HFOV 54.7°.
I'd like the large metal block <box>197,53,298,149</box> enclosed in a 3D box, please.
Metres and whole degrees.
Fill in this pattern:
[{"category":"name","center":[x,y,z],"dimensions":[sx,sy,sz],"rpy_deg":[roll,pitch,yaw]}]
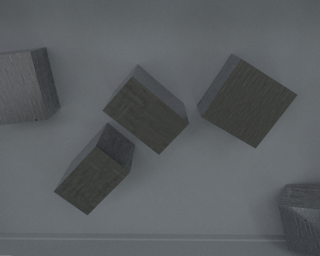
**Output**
[{"category":"large metal block","center":[0.104,-0.034,0.386],"dimensions":[0.080,0.050,0.080],"rpy_deg":[29,107,-11]}]

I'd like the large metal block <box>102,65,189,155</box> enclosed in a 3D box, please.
[{"category":"large metal block","center":[-0.015,-0.025,0.372],"dimensions":[0.080,0.080,0.050],"rpy_deg":[39,105,-13]}]

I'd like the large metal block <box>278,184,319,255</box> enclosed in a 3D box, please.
[{"category":"large metal block","center":[0.218,0.128,0.428],"dimensions":[0.080,0.050,0.080],"rpy_deg":[-4,114,36]}]

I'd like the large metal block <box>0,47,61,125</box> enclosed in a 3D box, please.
[{"category":"large metal block","center":[-0.177,-0.051,0.378],"dimensions":[0.080,0.050,0.079],"rpy_deg":[-7,110,2]}]

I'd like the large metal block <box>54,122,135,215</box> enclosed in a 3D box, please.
[{"category":"large metal block","center":[-0.080,0.050,0.399],"dimensions":[0.050,0.080,0.080],"rpy_deg":[41,105,-14]}]
